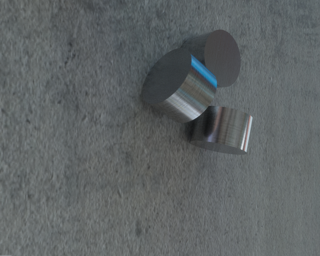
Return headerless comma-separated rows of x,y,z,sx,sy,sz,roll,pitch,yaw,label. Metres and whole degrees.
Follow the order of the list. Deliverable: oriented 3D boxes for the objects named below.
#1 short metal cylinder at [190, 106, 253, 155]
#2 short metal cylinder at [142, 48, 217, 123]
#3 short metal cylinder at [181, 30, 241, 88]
0.088,0.005,0.446,0.080,0.080,0.050,21,77,-38,short metal cylinder
0.024,-0.053,0.391,0.050,0.080,0.080,34,69,-36,short metal cylinder
0.073,-0.097,0.452,0.081,0.050,0.079,0,90,-40,short metal cylinder
